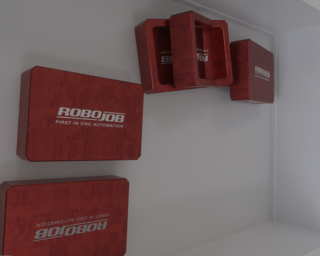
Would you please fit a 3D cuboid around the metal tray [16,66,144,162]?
[{"bbox_3d":[-0.080,-0.010,0.336,0.131,0.030,0.089,4,88,-40],"label":"metal tray"}]

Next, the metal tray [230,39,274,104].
[{"bbox_3d":[0.155,-0.088,0.512,0.131,0.030,0.089,-2,91,-55],"label":"metal tray"}]

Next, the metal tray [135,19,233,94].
[{"bbox_3d":[0.036,-0.097,0.417,0.131,0.030,0.089,-10,97,-29],"label":"metal tray"}]

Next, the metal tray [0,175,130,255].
[{"bbox_3d":[-0.096,0.099,0.323,0.131,0.030,0.089,4,88,-40],"label":"metal tray"}]

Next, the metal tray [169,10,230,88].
[{"bbox_3d":[0.061,-0.101,0.428,0.131,0.030,0.089,-11,98,-57],"label":"metal tray"}]
